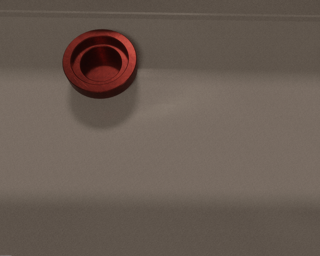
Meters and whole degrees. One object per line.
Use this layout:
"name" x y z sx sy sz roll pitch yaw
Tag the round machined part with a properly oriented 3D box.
"round machined part" -0.080 -0.084 0.430 0.099 0.042 0.098 0 70 -1
